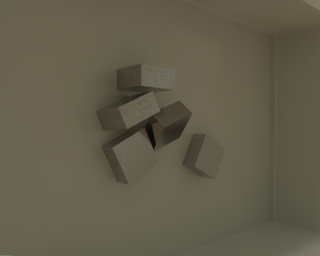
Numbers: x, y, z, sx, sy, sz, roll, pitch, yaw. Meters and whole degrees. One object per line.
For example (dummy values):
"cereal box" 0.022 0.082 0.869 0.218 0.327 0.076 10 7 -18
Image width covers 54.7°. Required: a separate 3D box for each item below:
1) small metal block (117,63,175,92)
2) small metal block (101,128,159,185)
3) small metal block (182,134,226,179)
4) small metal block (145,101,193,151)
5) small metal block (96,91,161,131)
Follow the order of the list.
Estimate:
"small metal block" -0.017 -0.059 0.375 0.050 0.050 0.025 1 90 -40
"small metal block" -0.035 0.033 0.377 0.050 0.025 0.050 -33 111 -35
"small metal block" 0.066 0.043 0.462 0.050 0.025 0.050 35 69 -35
"small metal block" 0.008 -0.002 0.394 0.050 0.050 0.025 -26 63 -37
"small metal block" -0.037 -0.019 0.358 0.050 0.050 0.025 -31 106 -36
